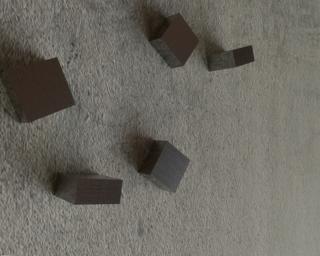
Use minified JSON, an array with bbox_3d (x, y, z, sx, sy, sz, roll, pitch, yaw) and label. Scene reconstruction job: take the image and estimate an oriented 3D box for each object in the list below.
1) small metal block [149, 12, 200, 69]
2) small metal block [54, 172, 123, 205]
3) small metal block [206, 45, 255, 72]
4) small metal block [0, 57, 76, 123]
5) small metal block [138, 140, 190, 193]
[{"bbox_3d":[0.020,-0.118,0.421,0.050,0.025,0.050,46,63,-30],"label":"small metal block"},{"bbox_3d":[-0.075,0.063,0.325,0.050,0.050,0.025,11,84,-40],"label":"small metal block"},{"bbox_3d":[0.109,-0.107,0.479,0.050,0.050,0.025,-23,105,-38],"label":"small metal block"},{"bbox_3d":[-0.119,-0.037,0.304,0.050,0.025,0.050,-29,108,-36],"label":"small metal block"},{"bbox_3d":[0.007,0.051,0.410,0.050,0.025,0.050,41,65,-32],"label":"small metal block"}]
